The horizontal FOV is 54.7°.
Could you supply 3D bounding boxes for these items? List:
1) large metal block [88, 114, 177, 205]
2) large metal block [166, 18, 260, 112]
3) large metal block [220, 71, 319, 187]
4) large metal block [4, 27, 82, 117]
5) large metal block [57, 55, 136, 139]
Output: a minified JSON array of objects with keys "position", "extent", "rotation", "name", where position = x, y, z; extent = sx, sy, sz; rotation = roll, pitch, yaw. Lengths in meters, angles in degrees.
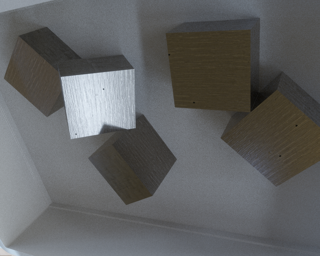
[{"position":[-0.033,0.041,0.415],"extent":[0.050,0.080,0.080],"rotation":[-28,103,37],"name":"large metal block"},{"position":[0.058,-0.065,0.321],"extent":[0.080,0.050,0.079],"rotation":[6,121,25],"name":"large metal block"},{"position":[0.126,0.002,0.327],"extent":[0.080,0.050,0.080],"rotation":[41,129,-1],"name":"large metal block"},{"position":[-0.155,-0.076,0.425],"extent":[0.080,0.050,0.080],"rotation":[43,129,-2],"name":"large metal block"},{"position":[-0.076,-0.040,0.380],"extent":[0.081,0.050,0.079],"rotation":[-10,124,-18],"name":"large metal block"}]
